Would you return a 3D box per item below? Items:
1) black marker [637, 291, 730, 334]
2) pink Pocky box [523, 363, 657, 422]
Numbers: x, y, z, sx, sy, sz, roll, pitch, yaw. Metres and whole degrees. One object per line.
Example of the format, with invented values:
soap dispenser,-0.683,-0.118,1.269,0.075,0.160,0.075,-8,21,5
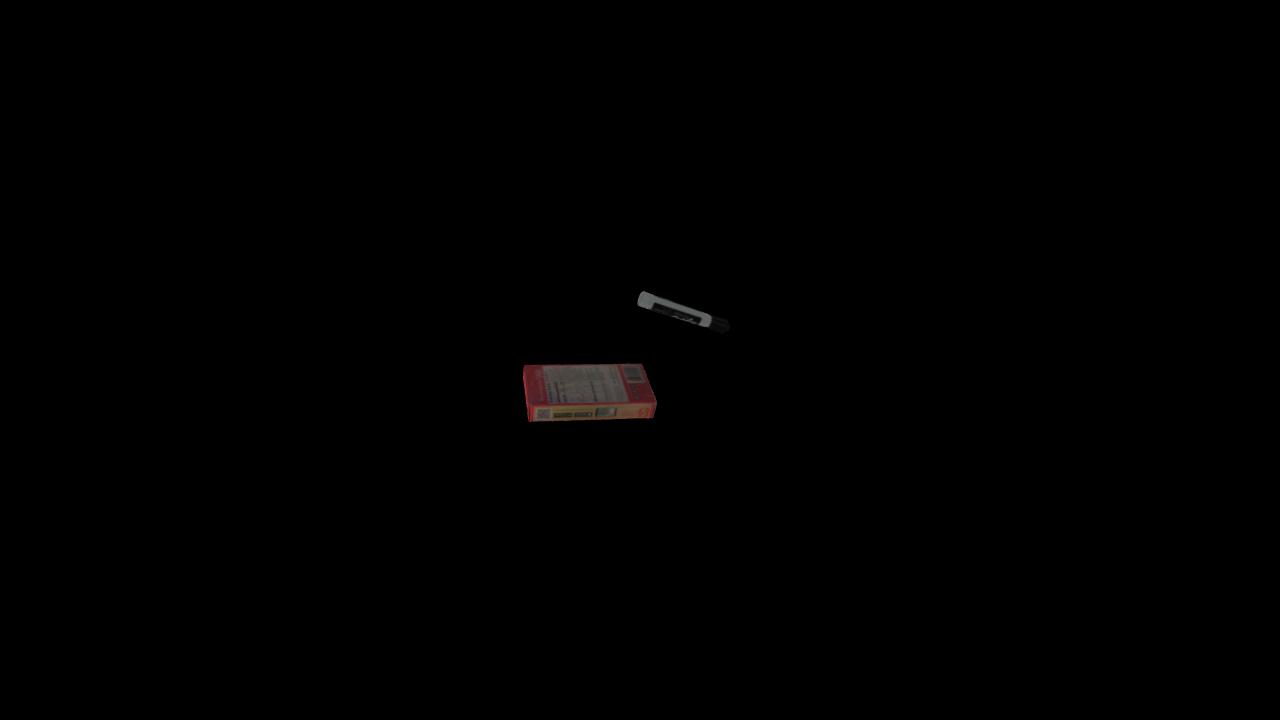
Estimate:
black marker,0.055,-0.056,0.746,0.121,0.020,0.020,17,-5,-17
pink Pocky box,-0.064,0.039,0.760,0.155,0.029,0.084,0,34,-16
